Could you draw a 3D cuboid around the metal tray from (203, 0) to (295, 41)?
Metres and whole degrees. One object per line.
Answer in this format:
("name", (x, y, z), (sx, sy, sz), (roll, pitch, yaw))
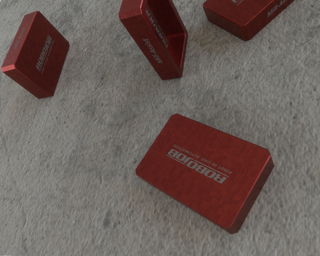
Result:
("metal tray", (0.139, -0.193, 0.446), (0.130, 0.030, 0.090), (-42, 51, -1))

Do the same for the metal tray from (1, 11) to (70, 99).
("metal tray", (-0.215, -0.129, 0.551), (0.030, 0.090, 0.130), (-7, 59, 24))

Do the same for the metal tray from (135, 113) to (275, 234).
("metal tray", (0.046, 0.045, 0.348), (0.130, 0.030, 0.090), (24, 75, 36))

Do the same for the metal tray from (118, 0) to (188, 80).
("metal tray", (-0.002, -0.138, 0.421), (0.030, 0.130, 0.090), (-5, 60, 26))
